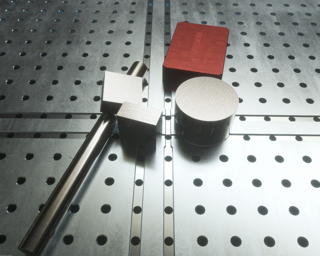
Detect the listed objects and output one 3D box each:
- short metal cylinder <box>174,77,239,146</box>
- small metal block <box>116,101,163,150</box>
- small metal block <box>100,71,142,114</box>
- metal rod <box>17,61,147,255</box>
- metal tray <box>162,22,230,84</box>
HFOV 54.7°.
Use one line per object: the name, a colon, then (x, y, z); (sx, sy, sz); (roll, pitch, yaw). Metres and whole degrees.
short metal cylinder: (0.059, -0.023, 0.412); (0.081, 0.050, 0.080); (0, 50, 0)
small metal block: (-0.025, -0.003, 0.393); (0.050, 0.050, 0.025); (14, 52, 11)
small metal block: (-0.051, -0.045, 0.413); (0.050, 0.025, 0.050); (8, 55, -16)
metal rod: (-0.080, 0.014, 0.394); (0.025, 0.025, 0.300); (15, 51, 12)
metal tray: (0.061, -0.122, 0.508); (0.090, 0.030, 0.130); (10, 51, 8)
